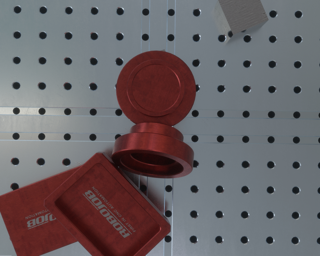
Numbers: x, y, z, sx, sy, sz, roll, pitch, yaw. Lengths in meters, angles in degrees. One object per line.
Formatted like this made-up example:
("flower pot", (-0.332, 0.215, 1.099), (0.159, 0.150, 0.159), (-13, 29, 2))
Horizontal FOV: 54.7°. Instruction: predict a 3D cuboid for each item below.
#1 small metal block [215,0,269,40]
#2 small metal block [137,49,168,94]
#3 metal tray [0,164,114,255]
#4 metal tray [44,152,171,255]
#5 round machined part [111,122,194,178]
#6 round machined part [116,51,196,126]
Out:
("small metal block", (0.108, -0.153, 0.414), (0.050, 0.025, 0.050), (-23, 90, 0))
("small metal block", (-0.009, -0.070, 0.413), (0.050, 0.025, 0.050), (-20, 90, 0))
("metal tray", (-0.134, 0.108, 0.410), (0.131, 0.030, 0.090), (-21, 90, 0))
("metal tray", (-0.062, 0.104, 0.380), (0.090, 0.030, 0.130), (-43, 92, -5))
("round machined part", (-0.007, 0.026, 0.383), (0.099, 0.098, 0.042), (9, 64, 0))
("round machined part", (-0.005, -0.047, 0.380), (0.099, 0.042, 0.097), (0, 91, -1))
